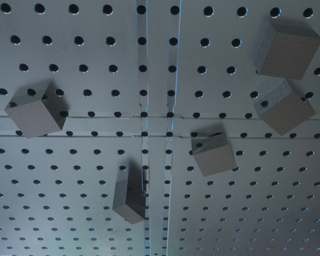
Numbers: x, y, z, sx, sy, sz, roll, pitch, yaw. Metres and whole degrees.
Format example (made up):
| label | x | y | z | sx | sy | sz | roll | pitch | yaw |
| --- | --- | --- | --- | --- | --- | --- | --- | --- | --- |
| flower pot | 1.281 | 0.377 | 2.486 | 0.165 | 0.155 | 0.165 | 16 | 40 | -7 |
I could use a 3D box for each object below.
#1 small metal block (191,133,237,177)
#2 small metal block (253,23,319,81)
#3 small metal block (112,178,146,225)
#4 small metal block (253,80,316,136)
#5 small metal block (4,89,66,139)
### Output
| label | x | y | z | sx | sy | sz | roll | pitch | yaw |
| --- | --- | --- | --- | --- | --- | --- | --- | --- | --- |
| small metal block | 0.078 | 0.039 | 0.445 | 0.050 | 0.025 | 0.050 | -18 | 128 | 14 |
| small metal block | 0.139 | -0.083 | 0.342 | 0.050 | 0.025 | 0.050 | 7 | 130 | -6 |
| small metal block | -0.048 | 0.117 | 0.494 | 0.025 | 0.050 | 0.050 | -27 | 125 | 21 |
| small metal block | 0.157 | -0.024 | 0.392 | 0.050 | 0.025 | 0.050 | 34 | 122 | -26 |
| small metal block | -0.157 | -0.017 | 0.395 | 0.050 | 0.025 | 0.050 | -13 | 129 | 11 |
